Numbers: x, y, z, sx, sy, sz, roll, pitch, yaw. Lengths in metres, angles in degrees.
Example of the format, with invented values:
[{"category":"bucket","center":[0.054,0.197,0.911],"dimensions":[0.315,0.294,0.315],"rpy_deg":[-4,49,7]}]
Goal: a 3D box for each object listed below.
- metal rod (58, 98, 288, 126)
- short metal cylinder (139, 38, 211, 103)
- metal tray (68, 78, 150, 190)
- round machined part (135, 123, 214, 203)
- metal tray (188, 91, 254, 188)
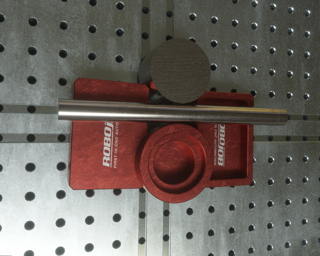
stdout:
[{"category":"metal rod","center":[0.032,-0.018,0.388],"dimensions":[0.303,0.025,0.025],"rpy_deg":[1,90,-20]},{"category":"short metal cylinder","center":[0.018,-0.070,0.402],"dimensions":[0.081,0.050,0.079],"rpy_deg":[0,90,-20]},{"category":"metal tray","center":[-0.063,0.008,0.382],"dimensions":[0.091,0.030,0.129],"rpy_deg":[3,89,-20]},{"category":"round machined part","center":[0.015,0.043,0.396],"dimensions":[0.099,0.042,0.097],"rpy_deg":[0,90,-20]},{"category":"metal tray","center":[0.086,0.016,0.437],"dimensions":[0.091,0.030,0.129],"rpy_deg":[1,90,-20]}]
